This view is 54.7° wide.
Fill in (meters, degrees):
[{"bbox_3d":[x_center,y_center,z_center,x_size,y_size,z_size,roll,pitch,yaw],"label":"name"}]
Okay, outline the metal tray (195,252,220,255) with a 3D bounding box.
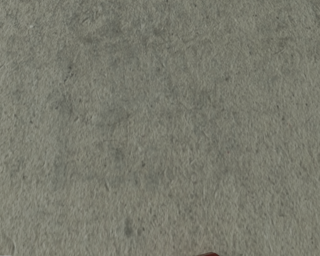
[{"bbox_3d":[0.012,0.196,0.333,0.131,0.030,0.090,-12,71,-5],"label":"metal tray"}]
